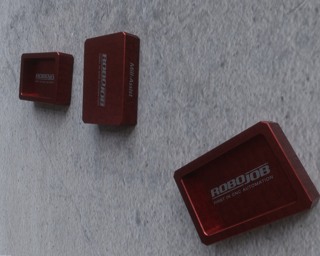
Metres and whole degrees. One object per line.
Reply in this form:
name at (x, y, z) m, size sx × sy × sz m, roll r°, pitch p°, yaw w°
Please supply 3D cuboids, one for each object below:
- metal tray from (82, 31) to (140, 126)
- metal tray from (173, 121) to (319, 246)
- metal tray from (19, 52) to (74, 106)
metal tray at (-0.075, -0.070, 0.461) m, size 0.090 × 0.030 × 0.129 m, roll 4°, pitch 92°, yaw 39°
metal tray at (0.084, 0.061, 0.331) m, size 0.130 × 0.030 × 0.090 m, roll -36°, pitch 68°, yaw 33°
metal tray at (-0.214, -0.092, 0.574) m, size 0.130 × 0.030 × 0.089 m, roll 9°, pitch 96°, yaw 39°
